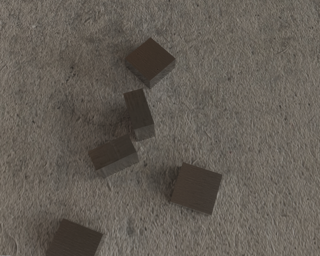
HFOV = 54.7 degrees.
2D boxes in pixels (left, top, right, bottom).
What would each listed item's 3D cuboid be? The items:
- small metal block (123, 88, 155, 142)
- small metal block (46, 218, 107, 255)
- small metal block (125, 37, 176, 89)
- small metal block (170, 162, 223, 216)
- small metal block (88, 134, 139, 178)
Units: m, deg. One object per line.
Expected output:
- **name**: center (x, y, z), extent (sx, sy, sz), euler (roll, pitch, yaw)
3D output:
- **small metal block**: center (-0.026, -0.016, 0.400), extent (0.025, 0.050, 0.050), euler (-17, 71, -6)
- **small metal block**: center (-0.097, 0.138, 0.357), extent (0.050, 0.025, 0.050), euler (19, 71, 7)
- **small metal block**: center (-0.014, -0.092, 0.442), extent (0.050, 0.025, 0.050), euler (-43, 76, -14)
- **small metal block**: center (0.044, 0.076, 0.381), extent (0.050, 0.025, 0.050), euler (17, 71, 6)
- **small metal block**: center (-0.055, 0.036, 0.381), extent (0.050, 0.050, 0.025), euler (-25, 72, -9)
